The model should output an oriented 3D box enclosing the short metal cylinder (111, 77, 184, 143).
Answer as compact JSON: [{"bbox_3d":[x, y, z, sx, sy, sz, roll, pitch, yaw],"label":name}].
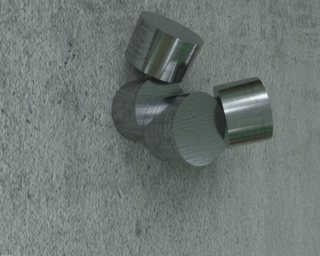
[{"bbox_3d":[-0.012,-0.021,0.381,0.081,0.050,0.079,0,90,-40],"label":"short metal cylinder"}]

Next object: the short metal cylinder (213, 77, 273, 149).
[{"bbox_3d":[0.100,-0.019,0.382,0.050,0.080,0.079,-12,101,4],"label":"short metal cylinder"}]

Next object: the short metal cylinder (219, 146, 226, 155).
[{"bbox_3d":[0.057,-0.001,0.440,0.081,0.050,0.079,0,90,-40],"label":"short metal cylinder"}]

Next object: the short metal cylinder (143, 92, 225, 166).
[{"bbox_3d":[0.028,0.001,0.350,0.081,0.050,0.079,0,90,-40],"label":"short metal cylinder"}]

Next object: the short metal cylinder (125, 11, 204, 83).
[{"bbox_3d":[0.005,-0.096,0.368,0.081,0.080,0.050,0,129,-40],"label":"short metal cylinder"}]
